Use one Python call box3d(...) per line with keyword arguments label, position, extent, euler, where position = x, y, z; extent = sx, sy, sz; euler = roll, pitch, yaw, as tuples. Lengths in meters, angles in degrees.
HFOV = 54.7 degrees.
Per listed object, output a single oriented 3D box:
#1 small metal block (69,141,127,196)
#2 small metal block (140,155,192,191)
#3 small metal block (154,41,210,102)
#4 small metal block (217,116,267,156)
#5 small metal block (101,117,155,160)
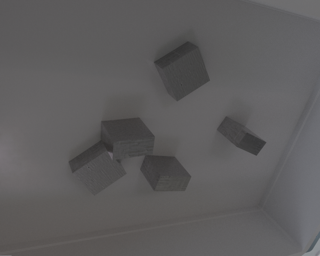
box3d(label="small metal block", position=(-0.079, 0.051, 0.397), extent=(0.050, 0.025, 0.050), euler=(-34, 129, -6))
box3d(label="small metal block", position=(0.007, 0.063, 0.435), extent=(0.050, 0.050, 0.025), euler=(7, 115, -32))
box3d(label="small metal block", position=(0.028, -0.069, 0.381), extent=(0.050, 0.025, 0.050), euler=(-33, 129, -7))
box3d(label="small metal block", position=(0.123, 0.012, 0.467), extent=(0.050, 0.050, 0.025), euler=(22, 106, -37))
box3d(label="small metal block", position=(-0.041, 0.012, 0.377), extent=(0.050, 0.050, 0.025), euler=(-7, 122, -25))
